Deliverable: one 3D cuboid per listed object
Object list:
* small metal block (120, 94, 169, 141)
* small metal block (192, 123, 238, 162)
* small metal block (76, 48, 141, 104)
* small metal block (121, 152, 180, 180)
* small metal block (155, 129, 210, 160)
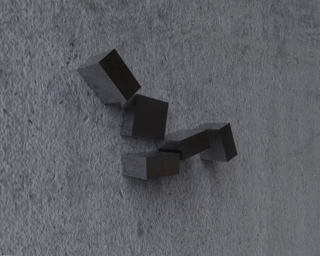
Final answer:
[{"bbox_3d":[-0.019,-0.012,0.388,0.050,0.025,0.050,12,82,-39],"label":"small metal block"},{"bbox_3d":[0.081,0.020,0.456,0.025,0.050,0.050,-28,108,-37],"label":"small metal block"},{"bbox_3d":[-0.057,-0.055,0.341,0.025,0.050,0.050,-50,120,-28],"label":"small metal block"},{"bbox_3d":[-0.012,0.044,0.378,0.050,0.050,0.025,-3,92,-40],"label":"small metal block"},{"bbox_3d":[0.029,0.021,0.413,0.050,0.050,0.025,-20,103,-38],"label":"small metal block"}]
